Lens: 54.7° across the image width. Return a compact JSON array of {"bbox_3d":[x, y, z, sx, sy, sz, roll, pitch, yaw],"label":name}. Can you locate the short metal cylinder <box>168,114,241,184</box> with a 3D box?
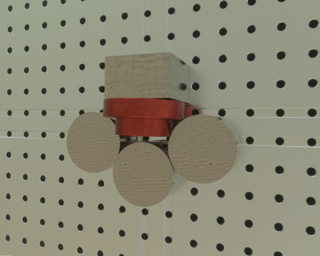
[{"bbox_3d":[0.056,0.024,0.380,0.080,0.050,0.079,0,90,20],"label":"short metal cylinder"}]

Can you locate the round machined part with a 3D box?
[{"bbox_3d":[-0.020,-0.011,0.379,0.098,0.098,0.042,2,90,20],"label":"round machined part"}]

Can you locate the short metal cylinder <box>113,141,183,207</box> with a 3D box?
[{"bbox_3d":[-0.014,0.057,0.404,0.080,0.050,0.079,0,90,20],"label":"short metal cylinder"}]

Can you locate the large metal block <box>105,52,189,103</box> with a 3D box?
[{"bbox_3d":[-0.013,-0.058,0.387,0.080,0.080,0.050,1,91,20],"label":"large metal block"}]

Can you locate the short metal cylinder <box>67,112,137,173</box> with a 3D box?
[{"bbox_3d":[-0.080,0.018,0.428,0.080,0.050,0.079,0,90,20],"label":"short metal cylinder"}]
